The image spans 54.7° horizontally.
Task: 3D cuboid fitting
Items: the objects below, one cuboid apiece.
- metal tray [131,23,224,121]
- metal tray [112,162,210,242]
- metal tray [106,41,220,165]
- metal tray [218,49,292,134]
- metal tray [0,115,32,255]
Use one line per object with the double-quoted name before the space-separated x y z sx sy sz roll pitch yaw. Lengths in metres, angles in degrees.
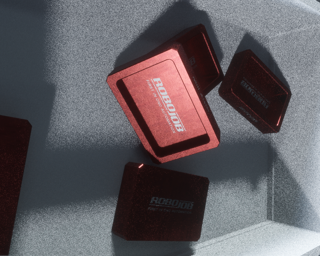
"metal tray" 0.029 -0.077 0.429 0.131 0.030 0.090 -41 115 -32
"metal tray" 0.006 0.100 0.411 0.131 0.030 0.090 18 79 -39
"metal tray" 0.007 -0.025 0.371 0.130 0.090 0.030 62 22 -22
"metal tray" 0.167 -0.060 0.533 0.130 0.030 0.090 36 68 -25
"metal tray" -0.170 0.049 0.262 0.091 0.030 0.129 13 82 -40
